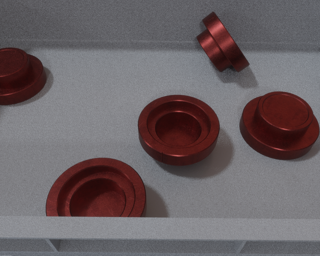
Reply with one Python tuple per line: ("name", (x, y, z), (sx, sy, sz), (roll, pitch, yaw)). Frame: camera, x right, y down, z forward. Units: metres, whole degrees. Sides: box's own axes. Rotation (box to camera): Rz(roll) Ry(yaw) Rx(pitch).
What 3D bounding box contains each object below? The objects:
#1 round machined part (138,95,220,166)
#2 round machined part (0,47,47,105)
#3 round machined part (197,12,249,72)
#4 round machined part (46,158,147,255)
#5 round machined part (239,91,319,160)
("round machined part", (0.022, 0.007, 0.389), (0.099, 0.042, 0.098), (0, 50, 0))
("round machined part", (-0.225, -0.083, 0.461), (0.099, 0.042, 0.098), (0, 50, 0))
("round machined part", (0.093, -0.125, 0.477), (0.042, 0.098, 0.098), (-34, 49, 19))
("round machined part", (-0.063, 0.083, 0.324), (0.099, 0.042, 0.098), (0, 50, 0))
("round machined part", (0.158, -0.010, 0.405), (0.099, 0.042, 0.098), (0, 50, 0))
